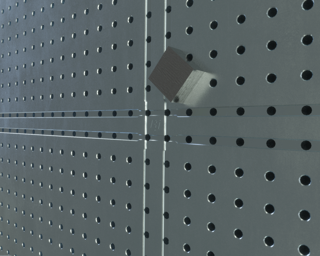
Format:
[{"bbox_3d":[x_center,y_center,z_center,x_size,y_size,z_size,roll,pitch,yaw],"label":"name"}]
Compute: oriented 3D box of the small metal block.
[{"bbox_3d":[0.020,-0.067,0.391,0.050,0.025,0.050,49,119,28],"label":"small metal block"}]
